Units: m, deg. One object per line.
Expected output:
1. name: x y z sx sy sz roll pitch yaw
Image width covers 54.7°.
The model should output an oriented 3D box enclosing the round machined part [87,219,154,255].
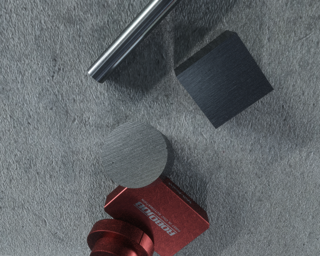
1. round machined part: -0.061 0.179 0.447 0.098 0.042 0.097 10 129 13

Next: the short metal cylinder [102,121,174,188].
1. short metal cylinder: -0.026 0.035 0.390 0.080 0.050 0.080 -2 79 11

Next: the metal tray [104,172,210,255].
1. metal tray: -0.004 0.122 0.452 0.090 0.030 0.130 -43 105 13

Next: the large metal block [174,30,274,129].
1. large metal block: 0.074 -0.060 0.376 0.080 0.050 0.080 -36 107 12

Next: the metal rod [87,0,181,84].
1. metal rod: 0.025 -0.164 0.349 0.025 0.025 0.299 43 104 -15
